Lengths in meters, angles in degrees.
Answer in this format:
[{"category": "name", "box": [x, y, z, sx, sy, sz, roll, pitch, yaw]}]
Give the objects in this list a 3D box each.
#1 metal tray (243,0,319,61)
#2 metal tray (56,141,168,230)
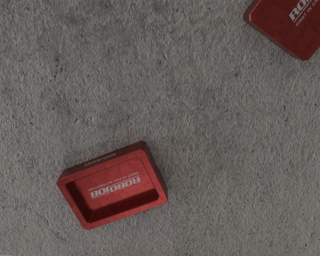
[{"category": "metal tray", "box": [0.171, -0.155, 0.351, 0.090, 0.030, 0.129, 32, 107, -12]}, {"category": "metal tray", "box": [-0.064, 0.082, 0.436, 0.130, 0.030, 0.090, -21, 109, 7]}]
